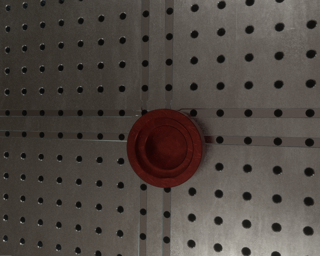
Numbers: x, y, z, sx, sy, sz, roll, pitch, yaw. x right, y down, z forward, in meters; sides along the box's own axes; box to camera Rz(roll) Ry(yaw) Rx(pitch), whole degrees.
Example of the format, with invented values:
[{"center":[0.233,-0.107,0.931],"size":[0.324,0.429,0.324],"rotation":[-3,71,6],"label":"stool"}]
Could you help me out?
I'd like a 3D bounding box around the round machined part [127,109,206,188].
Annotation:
[{"center":[0.010,0.025,0.399],"size":[0.098,0.042,0.097],"rotation":[0,90,19],"label":"round machined part"}]
